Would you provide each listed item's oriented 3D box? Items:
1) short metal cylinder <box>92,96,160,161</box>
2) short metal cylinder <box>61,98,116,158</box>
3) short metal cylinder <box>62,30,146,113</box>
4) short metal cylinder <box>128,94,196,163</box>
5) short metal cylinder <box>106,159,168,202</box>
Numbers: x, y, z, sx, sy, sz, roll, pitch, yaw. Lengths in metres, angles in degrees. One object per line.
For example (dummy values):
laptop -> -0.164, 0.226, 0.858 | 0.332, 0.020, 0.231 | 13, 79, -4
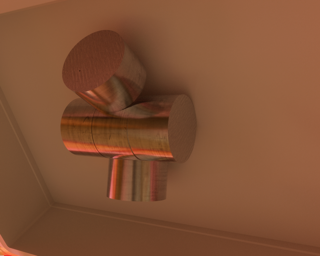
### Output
short metal cylinder -> -0.040, 0.000, 0.392 | 0.050, 0.080, 0.080 | 2, 119, 28
short metal cylinder -> -0.085, -0.001, 0.415 | 0.050, 0.080, 0.080 | 2, 119, 28
short metal cylinder -> -0.063, -0.064, 0.355 | 0.080, 0.080, 0.050 | 2, 157, 27
short metal cylinder -> 0.005, 0.000, 0.369 | 0.050, 0.080, 0.080 | 2, 119, 28
short metal cylinder -> -0.030, 0.068, 0.420 | 0.080, 0.080, 0.050 | 0, 85, 28
